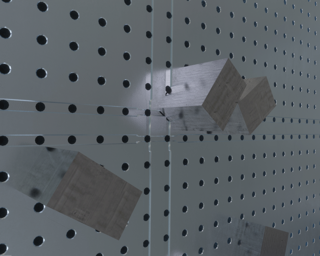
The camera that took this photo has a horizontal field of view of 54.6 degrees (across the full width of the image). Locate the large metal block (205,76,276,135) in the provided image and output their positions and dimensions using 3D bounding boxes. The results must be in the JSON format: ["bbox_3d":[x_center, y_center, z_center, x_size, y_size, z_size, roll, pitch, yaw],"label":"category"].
[{"bbox_3d":[0.113,-0.033,0.466,0.080,0.080,0.050,-40,115,-33],"label":"large metal block"}]

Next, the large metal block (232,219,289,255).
[{"bbox_3d":[0.174,0.210,0.537,0.080,0.050,0.080,25,74,-37],"label":"large metal block"}]

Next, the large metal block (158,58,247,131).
[{"bbox_3d":[0.057,-0.043,0.420,0.050,0.080,0.080,46,63,-30],"label":"large metal block"}]

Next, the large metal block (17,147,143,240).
[{"bbox_3d":[-0.079,0.062,0.306,0.080,0.080,0.050,40,66,-33],"label":"large metal block"}]
